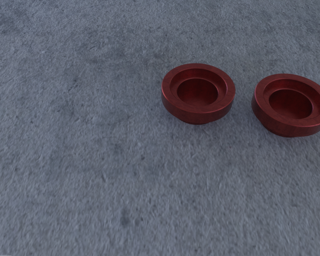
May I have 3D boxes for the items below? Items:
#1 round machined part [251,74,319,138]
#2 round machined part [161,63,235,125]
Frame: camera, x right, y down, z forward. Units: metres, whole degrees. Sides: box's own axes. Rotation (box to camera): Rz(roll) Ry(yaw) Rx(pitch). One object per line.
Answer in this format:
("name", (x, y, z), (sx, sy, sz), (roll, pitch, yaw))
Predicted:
("round machined part", (0.172, -0.026, 0.416), (0.099, 0.042, 0.098), (0, 50, 0))
("round machined part", (0.051, -0.043, 0.429), (0.099, 0.042, 0.098), (0, 50, 0))
